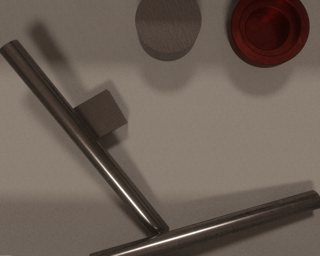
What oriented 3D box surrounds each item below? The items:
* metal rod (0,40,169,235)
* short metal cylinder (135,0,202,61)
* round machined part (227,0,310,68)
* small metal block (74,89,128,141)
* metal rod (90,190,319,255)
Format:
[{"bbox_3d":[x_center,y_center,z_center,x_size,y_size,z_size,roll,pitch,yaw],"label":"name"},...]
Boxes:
[{"bbox_3d":[-0.087,0.022,0.386,0.025,0.025,0.299,-37,100,0],"label":"metal rod"},{"bbox_3d":[0.010,-0.131,0.399,0.081,0.050,0.079,0,90,-1],"label":"short metal cylinder"},{"bbox_3d":[0.137,-0.127,0.405,0.099,0.042,0.097,0,90,-1],"label":"round machined part"},{"bbox_3d":[-0.078,-0.016,0.410,0.050,0.025,0.050,-30,90,-1],"label":"small metal block"},{"bbox_3d":[0.063,0.130,0.395,0.302,0.025,0.025,-14,90,-7],"label":"metal rod"}]
